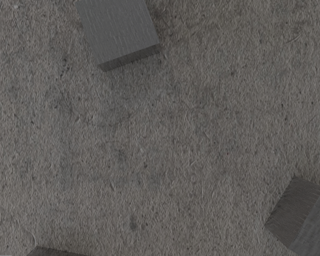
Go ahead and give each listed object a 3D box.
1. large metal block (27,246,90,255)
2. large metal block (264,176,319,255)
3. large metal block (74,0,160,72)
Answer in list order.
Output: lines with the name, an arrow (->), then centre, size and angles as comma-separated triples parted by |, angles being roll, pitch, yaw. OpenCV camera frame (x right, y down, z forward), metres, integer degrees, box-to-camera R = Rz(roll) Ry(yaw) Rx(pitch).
large metal block -> -0.136, 0.207, 0.396 | 0.080, 0.050, 0.080 | 11, 90, 0
large metal block -> 0.184, 0.112, 0.384 | 0.050, 0.080, 0.080 | 31, 90, 0
large metal block -> -0.051, -0.127, 0.397 | 0.080, 0.050, 0.080 | -20, 90, 0
